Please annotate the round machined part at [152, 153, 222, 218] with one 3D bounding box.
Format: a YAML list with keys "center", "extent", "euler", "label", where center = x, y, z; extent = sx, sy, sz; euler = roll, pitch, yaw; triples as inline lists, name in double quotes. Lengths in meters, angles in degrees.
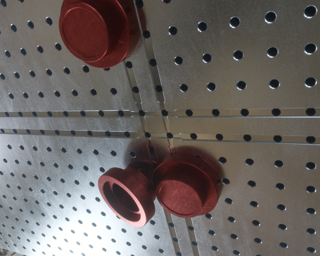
- center: [0.033, 0.087, 0.436]
  extent: [0.098, 0.042, 0.097]
  euler: [13, 124, 20]
  label: "round machined part"

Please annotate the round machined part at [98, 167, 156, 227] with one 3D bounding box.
- center: [-0.045, 0.100, 0.474]
  extent: [0.098, 0.042, 0.097]
  euler: [26, 136, 28]
  label: "round machined part"

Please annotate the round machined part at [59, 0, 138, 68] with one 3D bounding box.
- center: [-0.079, -0.117, 0.368]
  extent: [0.098, 0.042, 0.097]
  euler: [13, 124, 20]
  label: "round machined part"
